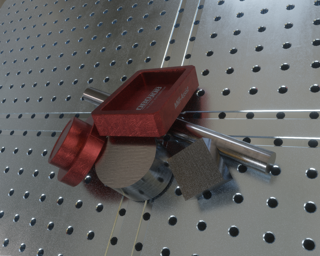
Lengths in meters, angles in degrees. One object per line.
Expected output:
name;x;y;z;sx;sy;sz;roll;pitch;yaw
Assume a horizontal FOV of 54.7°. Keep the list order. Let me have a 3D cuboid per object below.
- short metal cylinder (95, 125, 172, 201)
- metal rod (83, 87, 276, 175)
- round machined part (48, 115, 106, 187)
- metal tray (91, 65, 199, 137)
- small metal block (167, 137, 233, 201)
short metal cylinder;-0.030;0.043;0.377;0.080;0.050;0.080;-13;56;21
metal rod;0.001;-0.008;0.408;0.300;0.025;0.025;22;73;36
round machined part;-0.111;0.024;0.406;0.098;0.042;0.098;-47;25;30
metal tray;-0.014;-0.038;0.393;0.090;0.030;0.131;0;33;27
small metal block;0.043;0.045;0.339;0.050;0.025;0.050;-36;66;25
